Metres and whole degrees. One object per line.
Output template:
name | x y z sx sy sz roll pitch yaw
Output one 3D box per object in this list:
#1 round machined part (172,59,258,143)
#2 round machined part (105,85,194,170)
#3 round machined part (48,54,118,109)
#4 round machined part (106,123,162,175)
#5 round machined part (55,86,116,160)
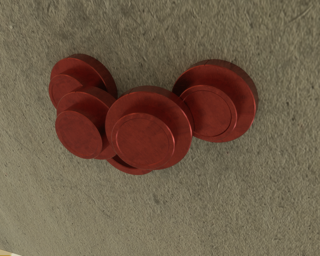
round machined part | 0.057 -0.024 0.350 0.098 0.042 0.097 13 124 20
round machined part | -0.014 0.006 0.340 0.098 0.042 0.097 5 117 10
round machined part | -0.111 -0.048 0.423 0.098 0.042 0.097 13 124 20
round machined part | -0.036 0.013 0.423 0.098 0.042 0.097 13 124 20
round machined part | -0.090 0.000 0.388 0.098 0.042 0.097 13 124 20
